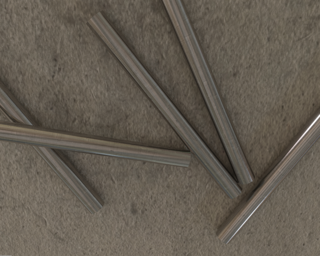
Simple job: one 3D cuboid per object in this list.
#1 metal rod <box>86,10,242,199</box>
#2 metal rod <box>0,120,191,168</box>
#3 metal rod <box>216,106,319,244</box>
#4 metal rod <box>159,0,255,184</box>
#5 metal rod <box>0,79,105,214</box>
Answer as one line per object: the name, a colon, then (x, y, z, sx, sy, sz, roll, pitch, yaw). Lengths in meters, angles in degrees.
metal rod: (0.015, -0.019, 0.403, 0.025, 0.025, 0.300, -36, 107, 12)
metal rod: (-0.108, 0.018, 0.395, 0.302, 0.025, 0.025, 10, 110, -12)
metal rod: (0.175, 0.048, 0.429, 0.025, 0.025, 0.298, 30, 107, -11)
metal rod: (0.059, -0.055, 0.390, 0.025, 0.025, 0.299, -24, 109, 8)
metal rod: (-0.173, -0.001, 0.406, 0.025, 0.025, 0.299, -32, 108, 11)
